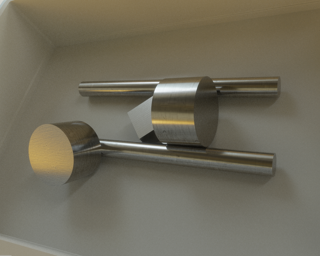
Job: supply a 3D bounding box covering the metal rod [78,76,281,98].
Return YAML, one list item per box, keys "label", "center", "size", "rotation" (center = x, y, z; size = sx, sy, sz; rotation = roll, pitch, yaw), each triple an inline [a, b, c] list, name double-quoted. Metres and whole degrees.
- label: "metal rod"
  center: [0.007, -0.055, 0.432]
  size: [0.300, 0.025, 0.025]
  rotation: [3, 64, 29]

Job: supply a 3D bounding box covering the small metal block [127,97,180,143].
- label: "small metal block"
  center: [-0.009, -0.011, 0.414]
  size: [0.050, 0.025, 0.050]
  rotation: [-33, 52, 6]

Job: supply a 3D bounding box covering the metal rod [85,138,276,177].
- label: "metal rod"
  center: [-0.014, 0.031, 0.390]
  size: [0.300, 0.025, 0.025]
  rotation: [3, 63, 29]

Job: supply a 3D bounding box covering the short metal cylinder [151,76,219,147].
- label: "short metal cylinder"
  center: [0.032, -0.019, 0.363]
  size: [0.050, 0.080, 0.080]
  rotation: [2, 63, 29]

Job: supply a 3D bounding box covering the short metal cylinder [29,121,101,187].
- label: "short metal cylinder"
  center: [-0.125, 0.032, 0.410]
  size: [0.080, 0.050, 0.079]
  rotation: [4, 98, 29]
